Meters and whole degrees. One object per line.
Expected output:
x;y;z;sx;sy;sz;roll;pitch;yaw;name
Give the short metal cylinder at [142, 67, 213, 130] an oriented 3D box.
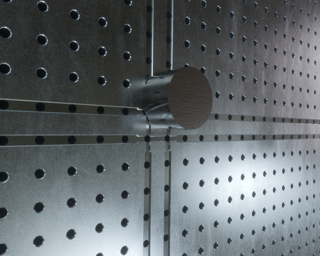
0.024;-0.038;0.412;0.081;0.050;0.080;0;90;-40;short metal cylinder
